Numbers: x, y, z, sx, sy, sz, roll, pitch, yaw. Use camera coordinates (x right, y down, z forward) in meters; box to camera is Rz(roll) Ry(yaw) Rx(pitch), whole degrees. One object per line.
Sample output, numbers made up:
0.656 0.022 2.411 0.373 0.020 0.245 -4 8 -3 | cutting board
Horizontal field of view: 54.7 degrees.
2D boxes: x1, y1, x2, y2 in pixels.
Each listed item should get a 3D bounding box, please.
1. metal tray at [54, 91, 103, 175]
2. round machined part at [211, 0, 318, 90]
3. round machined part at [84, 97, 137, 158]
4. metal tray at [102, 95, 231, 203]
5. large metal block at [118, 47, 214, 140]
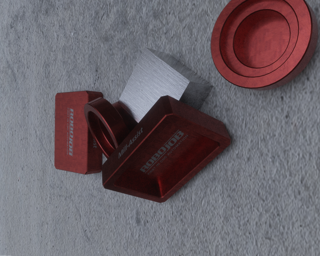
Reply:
-0.135 0.006 0.510 0.090 0.030 0.129 2 91 39 | metal tray
0.104 -0.086 0.307 0.098 0.042 0.097 0 90 39 | round machined part
-0.060 0.002 0.422 0.098 0.042 0.097 43 151 33 | round machined part
0.004 0.031 0.355 0.129 0.091 0.030 -48 36 29 | metal tray
0.005 -0.041 0.383 0.080 0.050 0.080 43 116 31 | large metal block
